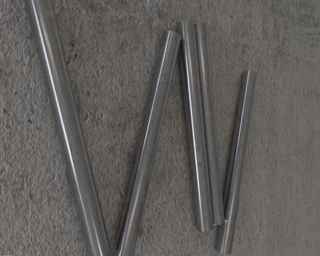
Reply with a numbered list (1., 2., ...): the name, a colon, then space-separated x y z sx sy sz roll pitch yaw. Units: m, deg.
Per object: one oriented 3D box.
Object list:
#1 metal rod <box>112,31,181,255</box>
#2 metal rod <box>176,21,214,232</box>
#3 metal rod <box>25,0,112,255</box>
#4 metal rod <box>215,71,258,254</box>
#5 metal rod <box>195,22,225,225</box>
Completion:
1. metal rod: -0.015 0.019 0.391 0.025 0.025 0.299 20 77 -38
2. metal rod: 0.051 0.001 0.447 0.025 0.025 0.298 -11 97 -40
3. metal rod: -0.095 0.000 0.324 0.025 0.025 0.298 -19 102 -39
4. metal rod: 0.128 0.050 0.511 0.025 0.025 0.299 18 79 -39
5. metal rod: 0.071 -0.003 0.463 0.025 0.025 0.298 -11 97 -40
